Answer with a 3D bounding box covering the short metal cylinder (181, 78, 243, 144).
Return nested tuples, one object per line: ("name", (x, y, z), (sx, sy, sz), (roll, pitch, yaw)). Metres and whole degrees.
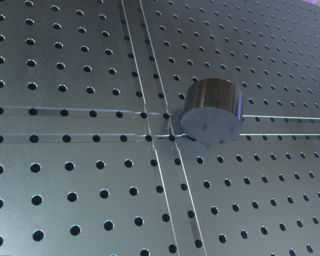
("short metal cylinder", (0.072, -0.021, 0.424), (0.080, 0.080, 0.050), (24, 53, -14))
